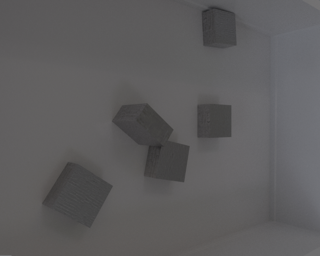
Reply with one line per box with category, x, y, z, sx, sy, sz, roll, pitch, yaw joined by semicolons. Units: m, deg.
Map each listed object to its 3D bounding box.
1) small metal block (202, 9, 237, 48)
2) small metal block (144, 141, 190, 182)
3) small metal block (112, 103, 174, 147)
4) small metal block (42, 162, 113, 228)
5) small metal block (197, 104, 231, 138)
small metal block;0.093;-0.154;0.484;0.050;0.025;0.050;-6;94;-40
small metal block;0.010;0.044;0.415;0.050;0.025;0.050;16;80;-39
small metal block;-0.021;-0.003;0.373;0.050;0.050;0.025;44;63;-31
small metal block;-0.087;0.072;0.333;0.050;0.025;0.050;41;65;-32
small metal block;0.084;-0.011;0.477;0.050;0.025;0.050;0;90;-40
